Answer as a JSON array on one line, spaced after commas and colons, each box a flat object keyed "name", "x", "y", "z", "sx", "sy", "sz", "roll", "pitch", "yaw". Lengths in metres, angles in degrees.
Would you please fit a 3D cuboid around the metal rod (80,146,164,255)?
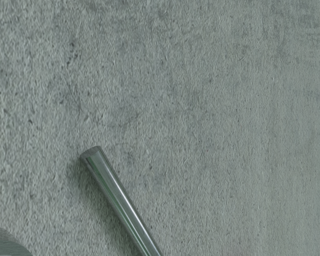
[{"name": "metal rod", "x": -0.015, "y": 0.152, "z": 0.392, "sx": 0.025, "sy": 0.025, "sz": 0.299, "roll": -40, "pitch": 114, "yaw": -33}]

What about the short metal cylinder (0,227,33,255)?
[{"name": "short metal cylinder", "x": -0.152, "y": 0.128, "z": 0.261, "sx": 0.081, "sy": 0.050, "sz": 0.080, "roll": 0, "pitch": 90, "yaw": -40}]
